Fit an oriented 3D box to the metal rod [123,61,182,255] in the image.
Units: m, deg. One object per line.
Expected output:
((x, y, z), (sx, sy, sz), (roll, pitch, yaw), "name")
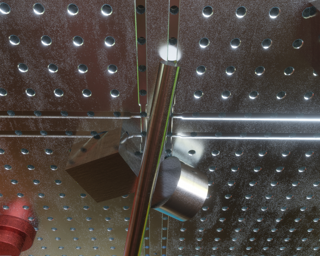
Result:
((-0.016, 0.062, 0.408), (0.025, 0.025, 0.298), (9, 113, -7), "metal rod")

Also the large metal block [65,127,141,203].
((-0.072, 0.054, 0.441), (0.080, 0.050, 0.080), (-19, 128, 15), "large metal block")

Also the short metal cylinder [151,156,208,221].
((0.024, 0.088, 0.450), (0.050, 0.080, 0.080), (31, 123, -24), "short metal cylinder")

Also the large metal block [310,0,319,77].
((0.206, -0.095, 0.316), (0.080, 0.050, 0.080), (-15, 129, 12), "large metal block")

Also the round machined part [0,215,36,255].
((-0.287, 0.208, 0.575), (0.099, 0.042, 0.097), (0, 130, 0), "round machined part")
